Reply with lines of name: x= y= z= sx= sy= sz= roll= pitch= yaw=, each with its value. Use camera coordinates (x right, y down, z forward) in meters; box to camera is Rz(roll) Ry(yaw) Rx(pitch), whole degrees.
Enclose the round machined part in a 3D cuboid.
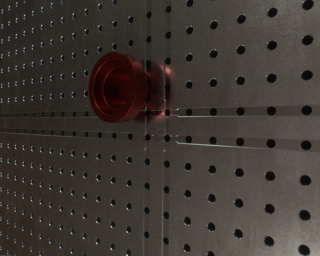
round machined part: x=-0.054 y=-0.056 z=0.441 sx=0.098 sy=0.042 sz=0.097 roll=0 pitch=90 yaw=39
